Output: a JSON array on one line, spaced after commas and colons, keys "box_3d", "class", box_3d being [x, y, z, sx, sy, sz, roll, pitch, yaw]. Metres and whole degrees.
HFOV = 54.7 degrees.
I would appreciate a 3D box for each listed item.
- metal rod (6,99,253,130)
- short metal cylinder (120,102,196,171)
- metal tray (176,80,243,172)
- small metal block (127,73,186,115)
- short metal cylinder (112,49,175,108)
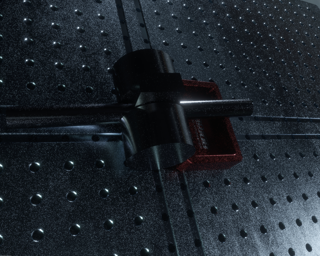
[{"box_3d": [-0.019, -0.019, 0.379, 0.303, 0.025, 0.025, -3, 63, -20], "class": "metal rod"}, {"box_3d": [-0.003, 0.012, 0.363, 0.081, 0.080, 0.050, 1, 61, -28], "class": "short metal cylinder"}, {"box_3d": [0.055, -0.006, 0.438, 0.091, 0.030, 0.130, 1, 61, -28], "class": "metal tray"}, {"box_3d": [-0.006, -0.037, 0.351, 0.050, 0.050, 0.025, -4, 63, -21], "class": "small metal block"}, {"box_3d": [-0.017, -0.055, 0.395, 0.081, 0.080, 0.050, 1, 62, -28], "class": "short metal cylinder"}]
